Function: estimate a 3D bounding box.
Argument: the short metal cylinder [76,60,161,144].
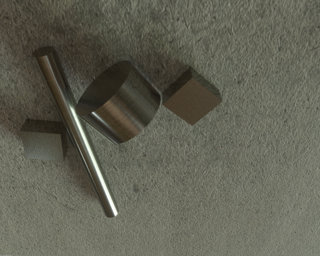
[{"bbox_3d":[-0.046,-0.029,0.346,0.080,0.080,0.050,-30,124,23],"label":"short metal cylinder"}]

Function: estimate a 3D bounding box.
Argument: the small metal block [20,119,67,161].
[{"bbox_3d":[-0.155,0.017,0.419,0.050,0.025,0.050,5,130,-5],"label":"small metal block"}]

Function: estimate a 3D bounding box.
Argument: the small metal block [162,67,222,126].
[{"bbox_3d":[0.038,-0.037,0.376,0.050,0.025,0.050,34,122,-26],"label":"small metal block"}]

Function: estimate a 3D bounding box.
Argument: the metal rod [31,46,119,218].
[{"bbox_3d":[-0.104,0.030,0.430,0.025,0.025,0.298,-7,130,5],"label":"metal rod"}]
